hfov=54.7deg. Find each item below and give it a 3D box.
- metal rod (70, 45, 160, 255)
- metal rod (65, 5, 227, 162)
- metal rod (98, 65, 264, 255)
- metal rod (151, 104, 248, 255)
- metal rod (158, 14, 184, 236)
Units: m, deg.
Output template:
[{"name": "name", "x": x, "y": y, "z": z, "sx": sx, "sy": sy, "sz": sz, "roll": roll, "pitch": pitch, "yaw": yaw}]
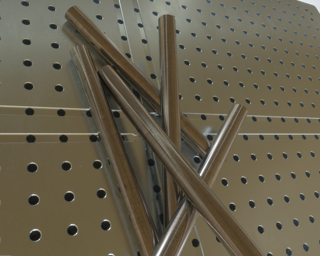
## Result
[{"name": "metal rod", "x": -0.052, "y": 0.027, "z": 0.364, "sx": 0.025, "sy": 0.025, "sz": 0.299, "roll": -10, "pitch": 67, "yaw": -33}, {"name": "metal rod", "x": -0.021, "y": -0.057, "z": 0.432, "sx": 0.300, "sy": 0.025, "sz": 0.025, "roll": 46, "pitch": 51, "yaw": 3}, {"name": "metal rod", "x": 0.009, "y": 0.029, "z": 0.347, "sx": 0.025, "sy": 0.025, "sz": 0.300, "roll": -17, "pitch": 56, "yaw": -35}, {"name": "metal rod", "x": 0.048, "y": 0.067, "z": 0.359, "sx": 0.025, "sy": 0.025, "sz": 0.301, "roll": 39, "pitch": 50, "yaw": -3}, {"name": "metal rod", "x": 0.013, "y": -0.018, "z": 0.399, "sx": 0.025, "sy": 0.025, "sz": 0.299, "roll": 9, "pitch": 67, "yaw": -24}]
